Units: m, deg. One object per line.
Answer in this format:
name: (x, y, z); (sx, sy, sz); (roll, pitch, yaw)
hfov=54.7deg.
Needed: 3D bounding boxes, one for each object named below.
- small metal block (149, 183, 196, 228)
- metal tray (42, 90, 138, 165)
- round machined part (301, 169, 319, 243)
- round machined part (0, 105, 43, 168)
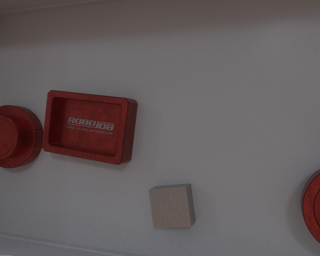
small metal block: (0.016, 0.101, 0.404); (0.050, 0.025, 0.050); (-8, 87, 19)
metal tray: (-0.102, -0.003, 0.442); (0.130, 0.030, 0.089); (8, 93, 19)
round machined part: (0.204, 0.083, 0.330); (0.098, 0.042, 0.097); (0, 90, 19)
round machined part: (-0.235, 0.013, 0.476); (0.098, 0.042, 0.097); (0, 90, 12)
